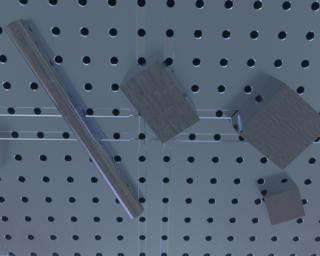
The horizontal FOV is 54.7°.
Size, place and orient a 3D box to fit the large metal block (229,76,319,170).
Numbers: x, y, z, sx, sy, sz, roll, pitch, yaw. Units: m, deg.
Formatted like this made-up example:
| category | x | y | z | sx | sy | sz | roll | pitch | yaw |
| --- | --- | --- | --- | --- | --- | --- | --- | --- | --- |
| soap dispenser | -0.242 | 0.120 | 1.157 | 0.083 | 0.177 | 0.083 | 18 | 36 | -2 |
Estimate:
| category | x | y | z | sx | sy | sz | roll | pitch | yaw |
| --- | --- | --- | --- | --- | --- | --- | --- | --- | --- |
| large metal block | 0.151 | -0.007 | 0.400 | 0.080 | 0.050 | 0.080 | 38 | 105 | -13 |

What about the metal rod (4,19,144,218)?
| category | x | y | z | sx | sy | sz | roll | pitch | yaw |
| --- | --- | --- | --- | --- | --- | --- | --- | --- | --- |
| metal rod | -0.104 | 0.001 | 0.412 | 0.025 | 0.025 | 0.299 | -26 | 108 | 9 |

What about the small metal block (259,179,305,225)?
| category | x | y | z | sx | sy | sz | roll | pitch | yaw |
| --- | --- | --- | --- | --- | --- | --- | --- | --- | --- |
| small metal block | 0.180 | 0.109 | 0.456 | 0.050 | 0.025 | 0.050 | -19 | 109 | 6 |

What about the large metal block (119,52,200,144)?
| category | x | y | z | sx | sy | sz | roll | pitch | yaw |
| --- | --- | --- | --- | --- | --- | --- | --- | --- | --- |
| large metal block | 0.000 | -0.040 | 0.369 | 0.050 | 0.080 | 0.080 | -33 | 107 | 11 |
